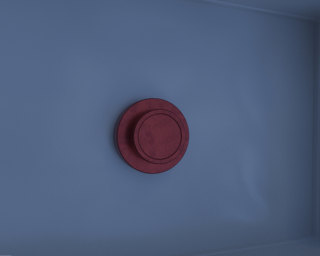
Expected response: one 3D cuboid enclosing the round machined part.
[{"bbox_3d":[-0.007,0.010,0.396,0.099,0.042,0.097,0,90,-21],"label":"round machined part"}]
